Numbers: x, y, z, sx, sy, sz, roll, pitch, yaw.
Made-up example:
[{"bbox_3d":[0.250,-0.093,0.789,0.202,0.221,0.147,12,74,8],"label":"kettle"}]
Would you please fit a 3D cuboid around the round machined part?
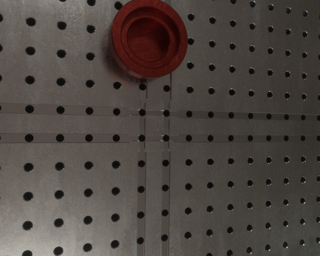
[{"bbox_3d":[-0.018,-0.111,0.398,0.099,0.042,0.097,0,90,-21],"label":"round machined part"}]
